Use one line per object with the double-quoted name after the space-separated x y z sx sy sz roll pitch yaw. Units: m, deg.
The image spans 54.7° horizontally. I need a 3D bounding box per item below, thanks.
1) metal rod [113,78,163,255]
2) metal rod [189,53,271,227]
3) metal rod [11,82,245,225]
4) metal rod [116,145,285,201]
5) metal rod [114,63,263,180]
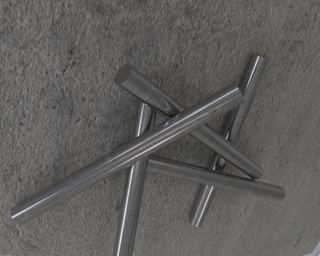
-0.035 0.087 0.391 0.025 0.025 0.298 5 101 -31 "metal rod"
0.100 0.033 0.481 0.025 0.025 0.298 2 118 -29 "metal rod"
-0.044 0.034 0.357 0.300 0.025 0.025 -29 130 9 "metal rod"
0.074 0.073 0.464 0.302 0.025 0.025 17 110 -26 "metal rod"
0.059 0.009 0.408 0.301 0.025 0.025 33 100 -40 "metal rod"
